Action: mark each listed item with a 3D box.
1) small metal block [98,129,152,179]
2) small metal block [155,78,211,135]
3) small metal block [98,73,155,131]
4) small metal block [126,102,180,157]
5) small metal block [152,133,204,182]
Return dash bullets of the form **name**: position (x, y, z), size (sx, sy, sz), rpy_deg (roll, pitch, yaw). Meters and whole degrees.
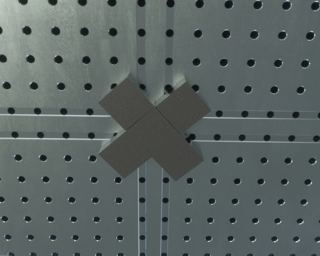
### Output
- **small metal block**: position (-0.047, 0.033, 0.425), size (0.050, 0.025, 0.050), rpy_deg (-39, 106, 13)
- **small metal block**: position (0.030, -0.029, 0.403), size (0.050, 0.025, 0.050), rpy_deg (-39, 106, 13)
- **small metal block**: position (-0.042, -0.034, 0.400), size (0.050, 0.025, 0.050), rpy_deg (-39, 106, 13)
- **small metal block**: position (-0.009, 0.002, 0.413), size (0.050, 0.025, 0.050), rpy_deg (-39, 106, 13)
- **small metal block**: position (0.024, 0.037, 0.427), size (0.050, 0.025, 0.050), rpy_deg (-39, 106, 13)
